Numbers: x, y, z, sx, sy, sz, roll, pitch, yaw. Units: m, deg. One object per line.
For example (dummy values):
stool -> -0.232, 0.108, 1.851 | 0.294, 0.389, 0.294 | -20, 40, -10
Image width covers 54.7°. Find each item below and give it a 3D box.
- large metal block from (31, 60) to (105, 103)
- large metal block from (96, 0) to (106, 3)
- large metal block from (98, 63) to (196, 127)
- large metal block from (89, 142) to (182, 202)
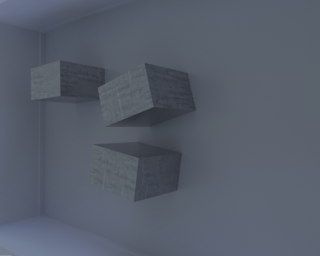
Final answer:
large metal block -> -0.144, -0.069, 0.487 | 0.080, 0.081, 0.050 | -2, 89, 39
large metal block -> -0.111, -0.247, 0.461 | 0.050, 0.081, 0.080 | -31, 71, 33
large metal block -> -0.016, -0.036, 0.382 | 0.080, 0.081, 0.050 | -19, 78, 38
large metal block -> -0.031, 0.051, 0.394 | 0.080, 0.081, 0.050 | 11, 97, 39
